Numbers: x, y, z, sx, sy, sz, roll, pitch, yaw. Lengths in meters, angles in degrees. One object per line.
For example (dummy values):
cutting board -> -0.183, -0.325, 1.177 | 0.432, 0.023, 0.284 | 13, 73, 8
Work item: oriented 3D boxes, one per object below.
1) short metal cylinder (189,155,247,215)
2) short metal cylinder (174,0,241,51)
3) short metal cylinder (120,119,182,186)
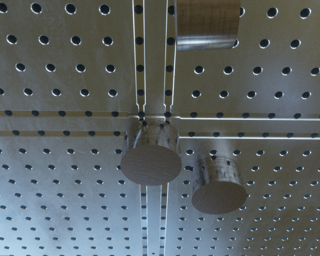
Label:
short metal cylinder -> 0.086, 0.087, 0.471 | 0.081, 0.050, 0.079 | -1, 131, 0
short metal cylinder -> 0.039, -0.111, 0.281 | 0.050, 0.080, 0.079 | -3, 130, 2
short metal cylinder -> -0.012, 0.035, 0.425 | 0.081, 0.050, 0.079 | -1, 131, 0
